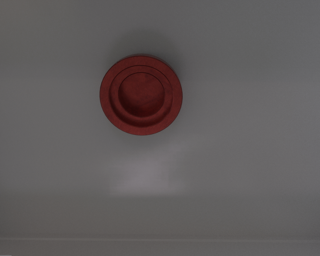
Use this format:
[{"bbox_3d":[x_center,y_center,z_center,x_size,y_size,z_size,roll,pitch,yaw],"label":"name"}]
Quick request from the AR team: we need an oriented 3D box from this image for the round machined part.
[{"bbox_3d":[-0.022,-0.043,0.386,0.099,0.042,0.097,0,110,0],"label":"round machined part"}]
